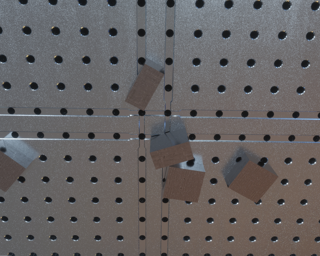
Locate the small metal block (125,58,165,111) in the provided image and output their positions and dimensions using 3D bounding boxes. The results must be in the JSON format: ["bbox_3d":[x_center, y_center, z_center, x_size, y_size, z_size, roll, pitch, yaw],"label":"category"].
[{"bbox_3d":[-0.018,-0.055,0.380,0.025,0.050,0.050,27,108,-10],"label":"small metal block"}]

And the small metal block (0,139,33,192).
[{"bbox_3d":[-0.217,0.052,0.430,0.050,0.025,0.050,40,105,-14],"label":"small metal block"}]

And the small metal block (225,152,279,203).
[{"bbox_3d":[0.129,0.071,0.442,0.050,0.025,0.050,29,107,-11],"label":"small metal block"}]

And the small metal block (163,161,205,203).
[{"bbox_3d":[0.033,0.075,0.442,0.050,0.025,0.050,9,110,-4],"label":"small metal block"}]

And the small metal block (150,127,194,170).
[{"bbox_3d":[0.015,0.026,0.410,0.050,0.050,0.025,-16,110,5],"label":"small metal block"}]
